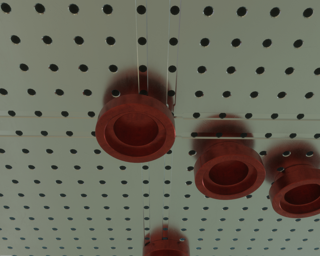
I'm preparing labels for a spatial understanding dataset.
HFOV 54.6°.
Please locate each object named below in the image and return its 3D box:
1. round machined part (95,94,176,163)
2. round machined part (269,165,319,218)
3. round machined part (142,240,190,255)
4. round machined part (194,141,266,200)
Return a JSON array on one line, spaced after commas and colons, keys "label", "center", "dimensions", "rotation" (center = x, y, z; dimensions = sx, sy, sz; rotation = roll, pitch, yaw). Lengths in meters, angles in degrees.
[{"label": "round machined part", "center": [-0.030, -0.004, 0.397], "dimensions": [0.099, 0.042, 0.097], "rotation": [0, 130, 0]}, {"label": "round machined part", "center": [0.220, 0.095, 0.483], "dimensions": [0.099, 0.042, 0.097], "rotation": [0, 130, 0]}, {"label": "round machined part", "center": [0.013, 0.272, 0.632], "dimensions": [0.099, 0.042, 0.097], "rotation": [0, 130, 0]}, {"label": "round machined part", "center": [0.098, 0.058, 0.450], "dimensions": [0.099, 0.042, 0.097], "rotation": [0, 130, 0]}]
